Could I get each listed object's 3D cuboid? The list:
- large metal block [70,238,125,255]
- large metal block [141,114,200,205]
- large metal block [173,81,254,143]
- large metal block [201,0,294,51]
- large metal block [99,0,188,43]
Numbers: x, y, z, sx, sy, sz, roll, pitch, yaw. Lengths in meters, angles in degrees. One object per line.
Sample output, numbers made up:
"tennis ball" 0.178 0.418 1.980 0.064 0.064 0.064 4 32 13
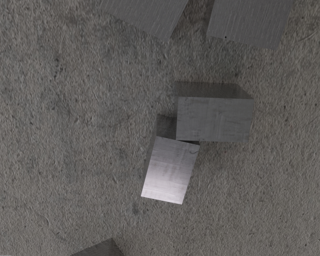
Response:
"large metal block" -0.100 0.224 0.462 0.080 0.080 0.050 -26 108 9
"large metal block" 0.011 0.036 0.394 0.050 0.080 0.079 13 110 -5
"large metal block" 0.059 -0.022 0.373 0.081 0.080 0.050 2 110 -1
"large metal block" 0.097 -0.138 0.346 0.081 0.050 0.079 11 110 -5
"large metal block" -0.010 -0.151 0.341 0.080 0.050 0.080 25 108 -9
